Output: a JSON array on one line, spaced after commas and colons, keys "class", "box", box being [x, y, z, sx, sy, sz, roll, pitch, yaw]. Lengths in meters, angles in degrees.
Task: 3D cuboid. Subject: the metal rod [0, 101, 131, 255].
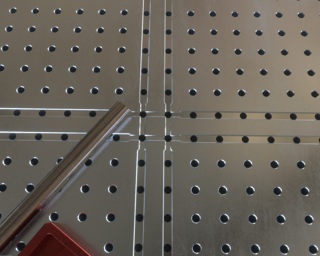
[{"class": "metal rod", "box": [-0.144, 0.081, 0.380, 0.025, 0.025, 0.301, 38, 74, 12]}]

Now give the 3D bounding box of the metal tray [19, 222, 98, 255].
[{"class": "metal tray", "box": [-0.103, 0.179, 0.342, 0.130, 0.030, 0.090, 35, 73, 11]}]
